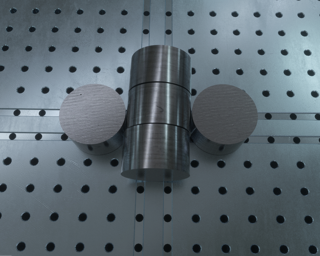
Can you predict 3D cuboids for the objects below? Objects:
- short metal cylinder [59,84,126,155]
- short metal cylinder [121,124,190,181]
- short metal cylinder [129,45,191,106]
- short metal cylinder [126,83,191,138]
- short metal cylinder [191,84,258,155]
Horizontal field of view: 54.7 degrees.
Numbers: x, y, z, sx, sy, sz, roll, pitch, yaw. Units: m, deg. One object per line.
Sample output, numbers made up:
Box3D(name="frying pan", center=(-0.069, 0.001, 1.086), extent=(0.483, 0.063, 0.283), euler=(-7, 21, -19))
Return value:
Box3D(name="short metal cylinder", center=(-0.082, -0.010, 0.400), extent=(0.081, 0.050, 0.080), euler=(0, 70, 0))
Box3D(name="short metal cylinder", center=(-0.005, 0.032, 0.370), extent=(0.081, 0.080, 0.050), euler=(1, 70, 0))
Box3D(name="short metal cylinder", center=(0.001, -0.064, 0.405), extent=(0.081, 0.080, 0.050), euler=(2, 70, 0))
Box3D(name="short metal cylinder", center=(-0.001, -0.016, 0.388), extent=(0.081, 0.080, 0.050), euler=(2, 70, 0))
Box3D(name="short metal cylinder", center=(0.079, -0.010, 0.402), extent=(0.081, 0.050, 0.080), euler=(0, 70, 0))
